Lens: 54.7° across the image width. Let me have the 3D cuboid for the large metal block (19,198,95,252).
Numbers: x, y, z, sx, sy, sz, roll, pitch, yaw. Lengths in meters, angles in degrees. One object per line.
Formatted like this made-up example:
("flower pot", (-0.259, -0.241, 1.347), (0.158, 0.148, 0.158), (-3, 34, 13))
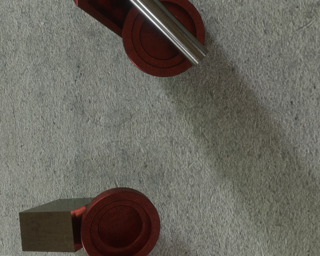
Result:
("large metal block", (-0.129, 0.130, 0.425), (0.080, 0.080, 0.050), (-7, 88, 20))

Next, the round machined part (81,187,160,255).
("round machined part", (-0.052, 0.125, 0.402), (0.099, 0.042, 0.097), (-1, 95, -15))

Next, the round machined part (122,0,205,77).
("round machined part", (0.003, -0.113, 0.385), (0.099, 0.042, 0.097), (-1, 101, -7))

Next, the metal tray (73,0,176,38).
("metal tray", (-0.032, -0.155, 0.363), (0.090, 0.130, 0.030), (-39, 68, 16))

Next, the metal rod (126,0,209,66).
("metal rod", (-0.061, -0.179, 0.331), (0.300, 0.025, 0.025), (42, 105, -13))
